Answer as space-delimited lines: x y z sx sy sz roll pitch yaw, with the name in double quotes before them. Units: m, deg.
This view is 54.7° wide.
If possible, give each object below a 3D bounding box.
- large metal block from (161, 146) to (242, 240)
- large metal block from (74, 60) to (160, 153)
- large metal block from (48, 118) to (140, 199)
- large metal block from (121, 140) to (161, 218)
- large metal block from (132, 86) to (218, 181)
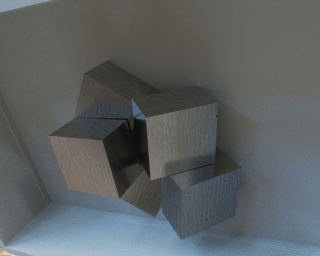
"large metal block" 0.049 0.079 0.384 0.050 0.081 0.079 45 144 51
"large metal block" -0.059 -0.027 0.404 0.080 0.050 0.079 31 128 7
"large metal block" -0.079 0.035 0.386 0.080 0.050 0.079 3 119 27
"large metal block" -0.022 0.067 0.438 0.080 0.050 0.079 26 128 11
"large metal block" 0.017 0.004 0.356 0.081 0.050 0.079 -13 122 -17
